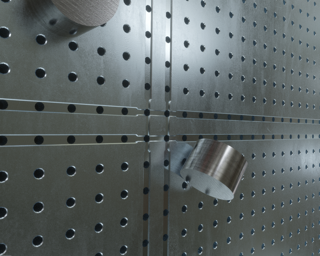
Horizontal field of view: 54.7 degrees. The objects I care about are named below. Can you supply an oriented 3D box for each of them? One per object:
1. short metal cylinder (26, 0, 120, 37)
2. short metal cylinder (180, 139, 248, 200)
[{"bbox_3d":[-0.089,-0.139,0.318,0.081,0.050,0.079,0,90,-40],"label":"short metal cylinder"},{"bbox_3d":[0.076,0.059,0.436,0.080,0.080,0.050,46,63,-31],"label":"short metal cylinder"}]
